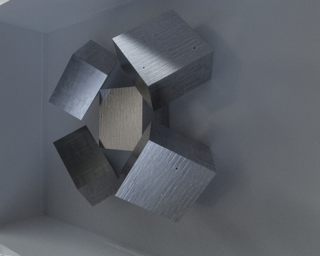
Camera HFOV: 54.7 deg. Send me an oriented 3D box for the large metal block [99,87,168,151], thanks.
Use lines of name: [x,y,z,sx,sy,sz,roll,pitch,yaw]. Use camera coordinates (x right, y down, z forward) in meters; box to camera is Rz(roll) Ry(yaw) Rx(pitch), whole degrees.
large metal block: [-0.036,-0.012,0.417,0.080,0.050,0.080,1,91,40]

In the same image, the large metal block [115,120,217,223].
large metal block: [0.006,0.050,0.355,0.080,0.050,0.080,27,113,-11]

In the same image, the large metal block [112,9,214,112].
large metal block: [0.004,-0.079,0.358,0.080,0.050,0.080,-30,63,-11]

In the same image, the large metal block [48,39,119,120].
large metal block: [-0.106,-0.071,0.446,0.050,0.080,0.080,31,117,-11]

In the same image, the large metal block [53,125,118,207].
large metal block: [-0.102,0.056,0.446,0.080,0.050,0.080,53,165,26]
